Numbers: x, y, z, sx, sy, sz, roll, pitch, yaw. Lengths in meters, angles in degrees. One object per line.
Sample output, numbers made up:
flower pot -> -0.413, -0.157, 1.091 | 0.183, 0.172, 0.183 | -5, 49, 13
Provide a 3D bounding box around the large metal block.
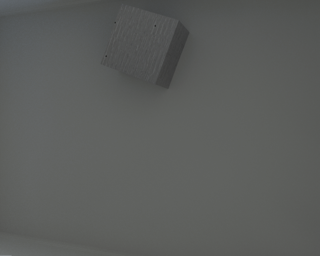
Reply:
large metal block -> -0.019, -0.104, 0.403 | 0.080, 0.050, 0.080 | 23, 97, 18
